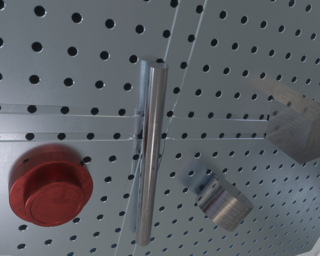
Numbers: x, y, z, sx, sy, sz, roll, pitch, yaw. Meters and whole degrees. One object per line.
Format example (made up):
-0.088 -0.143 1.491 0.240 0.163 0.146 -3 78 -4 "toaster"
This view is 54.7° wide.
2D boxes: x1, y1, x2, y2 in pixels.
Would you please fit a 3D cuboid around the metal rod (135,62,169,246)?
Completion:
-0.015 0.055 0.437 0.025 0.025 0.298 -9 122 -24 "metal rod"

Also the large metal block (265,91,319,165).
0.222 -0.002 0.496 0.050 0.080 0.079 -16 125 -20 "large metal block"

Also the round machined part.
-0.130 0.082 0.380 0.099 0.042 0.097 -14 124 -21 "round machined part"

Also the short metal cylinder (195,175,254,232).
0.106 0.122 0.510 0.080 0.080 0.050 30 102 -38 "short metal cylinder"
